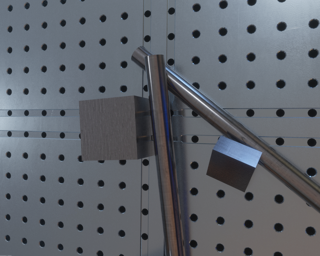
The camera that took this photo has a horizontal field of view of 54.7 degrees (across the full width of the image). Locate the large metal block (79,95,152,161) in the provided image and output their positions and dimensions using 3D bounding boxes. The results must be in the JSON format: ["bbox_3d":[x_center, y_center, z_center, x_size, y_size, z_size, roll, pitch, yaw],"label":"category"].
[{"bbox_3d":[-0.059,0.001,0.420,0.080,0.050,0.080,-3,89,20],"label":"large metal block"}]

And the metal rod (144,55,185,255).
[{"bbox_3d":[0.009,0.059,0.394,0.025,0.025,0.298,-5,94,20],"label":"metal rod"}]

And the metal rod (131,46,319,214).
[{"bbox_3d":[0.079,-0.007,0.384,0.300,0.025,0.025,41,103,15],"label":"metal rod"}]

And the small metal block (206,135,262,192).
[{"bbox_3d":[0.087,0.043,0.368,0.050,0.025,0.050,23,140,18],"label":"small metal block"}]
